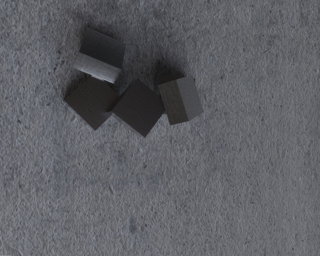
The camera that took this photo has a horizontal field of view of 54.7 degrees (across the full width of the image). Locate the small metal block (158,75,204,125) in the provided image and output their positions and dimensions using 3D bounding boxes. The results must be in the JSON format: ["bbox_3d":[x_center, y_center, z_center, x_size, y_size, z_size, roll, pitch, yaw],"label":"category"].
[{"bbox_3d":[0.027,-0.035,0.381,0.050,0.025,0.050,-28,103,-58],"label":"small metal block"}]

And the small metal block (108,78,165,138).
[{"bbox_3d":[-0.026,-0.023,0.374,0.050,0.025,0.050,40,77,-16],"label":"small metal block"}]

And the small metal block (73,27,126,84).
[{"bbox_3d":[-0.071,-0.087,0.372,0.050,0.025,0.050,20,47,-19],"label":"small metal block"}]

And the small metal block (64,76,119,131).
[{"bbox_3d":[-0.081,-0.032,0.380,0.050,0.025,0.050,-47,105,-14],"label":"small metal block"}]

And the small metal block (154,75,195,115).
[{"bbox_3d":[0.019,-0.043,0.418,0.050,0.025,0.050,2,89,-21],"label":"small metal block"}]
